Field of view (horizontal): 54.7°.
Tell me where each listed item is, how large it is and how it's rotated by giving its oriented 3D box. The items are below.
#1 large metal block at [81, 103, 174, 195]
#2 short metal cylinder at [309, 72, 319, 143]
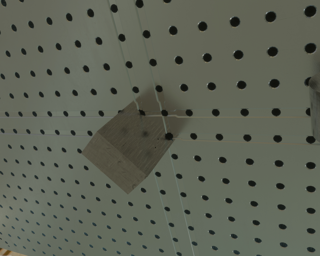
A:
[{"bbox_3d":[-0.041,0.026,0.412,0.080,0.080,0.050,42,129,-1],"label":"large metal block"},{"bbox_3d":[0.176,-0.020,0.271,0.080,0.080,0.050,-2,118,29],"label":"short metal cylinder"}]
